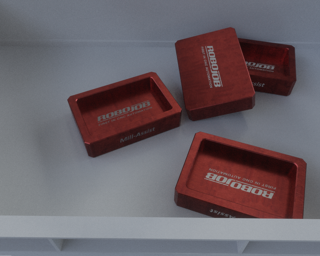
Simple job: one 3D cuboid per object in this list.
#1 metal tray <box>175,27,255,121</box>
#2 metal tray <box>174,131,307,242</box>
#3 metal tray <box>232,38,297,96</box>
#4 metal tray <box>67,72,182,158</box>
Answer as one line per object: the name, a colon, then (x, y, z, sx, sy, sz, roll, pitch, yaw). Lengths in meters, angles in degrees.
metal tray: (0.075, -0.079, 0.442, 0.090, 0.030, 0.130, -12, 58, 9)
metal tray: (0.091, 0.061, 0.350, 0.130, 0.030, 0.090, 15, 52, 12)
metal tray: (0.141, -0.101, 0.486, 0.131, 0.030, 0.090, 11, 51, 9)
metal tray: (-0.048, -0.022, 0.419, 0.131, 0.030, 0.090, -20, 53, -16)
